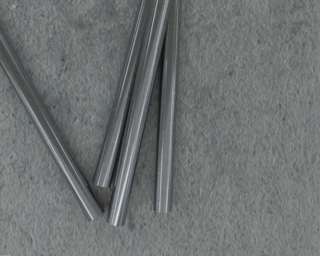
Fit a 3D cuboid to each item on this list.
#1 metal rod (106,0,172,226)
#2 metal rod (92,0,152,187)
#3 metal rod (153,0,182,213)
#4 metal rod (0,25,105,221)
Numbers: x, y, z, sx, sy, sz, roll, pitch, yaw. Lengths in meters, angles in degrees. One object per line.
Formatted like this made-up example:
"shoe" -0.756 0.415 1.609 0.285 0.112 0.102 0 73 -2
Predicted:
"metal rod" -0.028 -0.021 0.398 0.025 0.025 0.298 12 94 -1
"metal rod" -0.040 -0.070 0.409 0.025 0.025 0.298 15 90 -1
"metal rod" 0.010 -0.040 0.410 0.025 0.025 0.298 3 90 -1
"metal rod" -0.157 -0.014 0.407 0.025 0.025 0.299 -29 90 0
